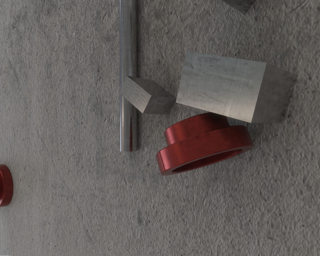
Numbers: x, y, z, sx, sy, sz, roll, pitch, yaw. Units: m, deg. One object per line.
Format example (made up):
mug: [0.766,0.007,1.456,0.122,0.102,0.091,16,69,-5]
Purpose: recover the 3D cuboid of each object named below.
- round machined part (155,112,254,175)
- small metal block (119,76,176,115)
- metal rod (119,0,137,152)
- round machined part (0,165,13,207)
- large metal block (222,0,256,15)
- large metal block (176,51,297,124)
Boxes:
round machined part: [0.042,0.015,0.323,0.098,0.099,0.042,-28,72,37]
small metal block: [-0.015,-0.042,0.401,0.050,0.050,0.025,41,115,32]
metal rod: [-0.045,-0.116,0.442,0.025,0.025,0.298,0,90,40]
round machined part: [-0.379,0.133,0.707,0.098,0.042,0.097,0,90,40]
large metal block: [0.061,-0.172,0.318,0.050,0.081,0.080,-50,61,28]
large metal block: [0.076,-0.039,0.306,0.080,0.081,0.050,20,103,38]
